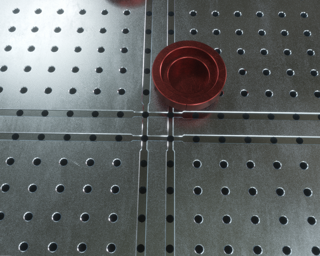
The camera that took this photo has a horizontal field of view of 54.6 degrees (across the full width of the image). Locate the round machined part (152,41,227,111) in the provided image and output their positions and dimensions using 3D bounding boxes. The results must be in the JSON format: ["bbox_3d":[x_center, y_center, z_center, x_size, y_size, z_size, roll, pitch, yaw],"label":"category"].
[{"bbox_3d":[0.039,-0.068,0.428,0.099,0.042,0.098,0,70,0],"label":"round machined part"}]
